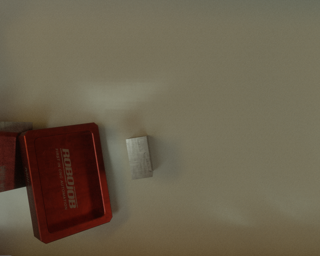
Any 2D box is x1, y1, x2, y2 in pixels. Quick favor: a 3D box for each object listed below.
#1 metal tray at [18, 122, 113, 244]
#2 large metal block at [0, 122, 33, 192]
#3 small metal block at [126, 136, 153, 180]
[{"bbox_3d":[-0.115,0.063,0.383,0.091,0.030,0.129,-9,90,-37],"label":"metal tray"},{"bbox_3d":[-0.207,0.032,0.382,0.080,0.050,0.079,0,90,23],"label":"large metal block"},{"bbox_3d":[-0.025,0.036,0.399,0.025,0.050,0.050,-9,90,0],"label":"small metal block"}]
